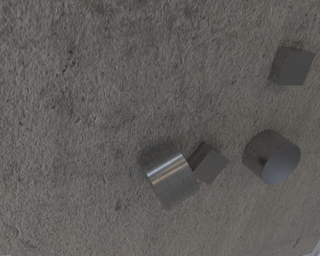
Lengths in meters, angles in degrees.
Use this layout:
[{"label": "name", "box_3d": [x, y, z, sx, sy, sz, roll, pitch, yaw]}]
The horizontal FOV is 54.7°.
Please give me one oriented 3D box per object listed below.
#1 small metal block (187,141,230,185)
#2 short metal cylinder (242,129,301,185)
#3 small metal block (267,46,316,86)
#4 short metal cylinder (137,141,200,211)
[{"label": "small metal block", "box_3d": [0.072, 0.055, 0.480, 0.050, 0.025, 0.050, 32, 101, -38]}, {"label": "short metal cylinder", "box_3d": [0.188, 0.049, 0.524, 0.081, 0.050, 0.079, -14, 124, -21]}, {"label": "small metal block", "box_3d": [0.193, -0.091, 0.457, 0.050, 0.025, 0.050, -3, 120, -27]}, {"label": "short metal cylinder", "box_3d": [0.010, 0.064, 0.416, 0.050, 0.080, 0.080, -30, 129, -9]}]
